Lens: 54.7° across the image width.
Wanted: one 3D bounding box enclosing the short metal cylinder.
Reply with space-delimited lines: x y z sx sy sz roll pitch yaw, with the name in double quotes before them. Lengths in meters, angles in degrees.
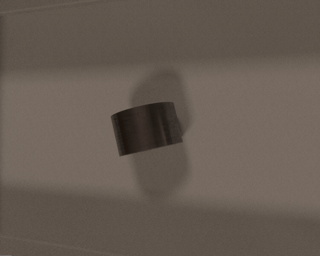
"short metal cylinder" -0.016 0.002 0.386 0.080 0.080 0.050 -14 85 19
